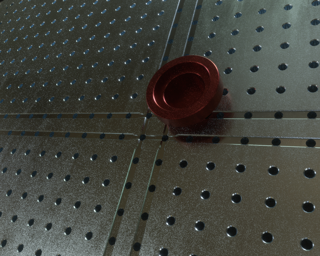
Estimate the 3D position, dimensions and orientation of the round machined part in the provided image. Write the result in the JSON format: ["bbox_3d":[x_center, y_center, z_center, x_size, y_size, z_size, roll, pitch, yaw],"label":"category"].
[{"bbox_3d":[0.035,-0.044,0.405,0.098,0.042,0.098,-13,56,20],"label":"round machined part"}]
